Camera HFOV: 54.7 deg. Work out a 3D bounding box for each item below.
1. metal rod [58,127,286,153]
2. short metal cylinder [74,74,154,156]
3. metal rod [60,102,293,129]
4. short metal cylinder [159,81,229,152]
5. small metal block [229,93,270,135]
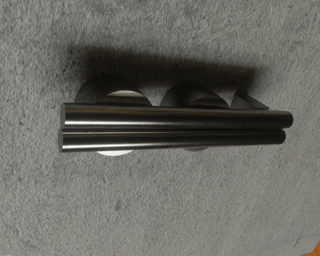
[{"bbox_3d":[0.037,0.011,0.370,0.303,0.025,0.025,0,119,-29],"label":"metal rod"},{"bbox_3d":[-0.052,-0.015,0.353,0.081,0.050,0.079,-14,124,-21],"label":"short metal cylinder"},{"bbox_3d":[0.043,-0.011,0.359,0.303,0.025,0.025,0,119,-29],"label":"metal rod"},{"bbox_3d":[0.044,-0.016,0.407,0.081,0.050,0.079,-14,124,-21],"label":"short metal cylinder"},{"bbox_3d":[0.124,-0.018,0.451,0.025,0.050,0.050,-2,119,-28],"label":"small metal block"}]
